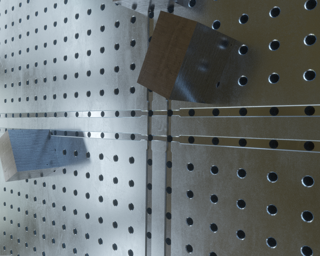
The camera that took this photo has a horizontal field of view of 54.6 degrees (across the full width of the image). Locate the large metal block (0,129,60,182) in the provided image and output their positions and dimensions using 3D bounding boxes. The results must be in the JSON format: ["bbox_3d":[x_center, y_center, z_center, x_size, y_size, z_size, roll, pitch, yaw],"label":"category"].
[{"bbox_3d":[-0.245,0.049,0.578,0.050,0.081,0.080,-33,69,35],"label":"large metal block"}]

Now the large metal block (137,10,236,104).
[{"bbox_3d":[0.031,-0.076,0.349,0.050,0.081,0.080,32,110,35],"label":"large metal block"}]

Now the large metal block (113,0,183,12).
[{"bbox_3d":[-0.013,-0.203,0.404,0.080,0.050,0.080,10,97,39],"label":"large metal block"}]
